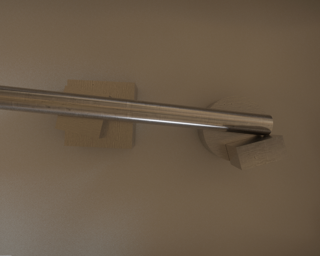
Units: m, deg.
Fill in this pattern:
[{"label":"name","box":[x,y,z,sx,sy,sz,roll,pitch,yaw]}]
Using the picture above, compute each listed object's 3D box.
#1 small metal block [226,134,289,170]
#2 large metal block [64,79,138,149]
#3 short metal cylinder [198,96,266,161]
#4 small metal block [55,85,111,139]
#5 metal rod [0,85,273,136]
[{"label":"small metal block","box":[0.107,0.026,0.348,0.050,0.050,0.025,-14,90,0]},{"label":"large metal block","box":[-0.072,-0.017,0.395,0.081,0.050,0.079,3,90,-1]},{"label":"short metal cylinder","box":[0.092,0.001,0.398,0.081,0.050,0.079,0,90,-1]},{"label":"small metal block","box":[-0.087,-0.018,0.359,0.050,0.025,0.050,13,89,-1]},{"label":"metal rod","box":[-0.023,-0.018,0.339,0.302,0.025,0.025,6,90,-8]}]
